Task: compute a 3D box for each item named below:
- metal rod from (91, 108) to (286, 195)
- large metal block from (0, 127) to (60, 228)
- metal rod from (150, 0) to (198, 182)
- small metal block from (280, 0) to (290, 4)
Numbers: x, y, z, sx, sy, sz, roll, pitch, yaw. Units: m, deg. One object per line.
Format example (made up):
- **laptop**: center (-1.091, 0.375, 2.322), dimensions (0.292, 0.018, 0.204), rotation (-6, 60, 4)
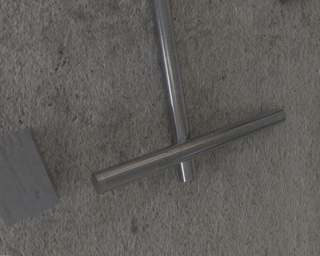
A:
- **metal rod**: center (0.057, 0.021, 0.405), dimensions (0.302, 0.025, 0.025), rotation (-17, 96, -29)
- **large metal block**: center (-0.147, 0.045, 0.326), dimensions (0.050, 0.080, 0.080), rotation (-23, 98, -19)
- **metal rod**: center (0.015, -0.077, 0.414), dimensions (0.025, 0.025, 0.298), rotation (-11, 94, -20)
- **small metal block**: center (0.208, -0.231, 0.486), dimensions (0.050, 0.025, 0.050), rotation (-29, 100, -18)
